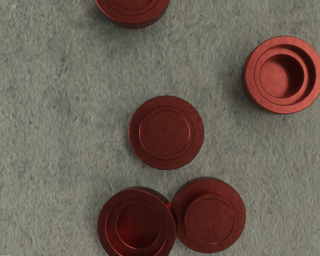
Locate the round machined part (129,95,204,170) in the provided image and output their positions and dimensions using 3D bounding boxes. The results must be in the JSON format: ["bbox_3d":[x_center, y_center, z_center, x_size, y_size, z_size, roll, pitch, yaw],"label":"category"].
[{"bbox_3d":[0.009,0.006,0.402,0.099,0.042,0.097,0,90,-1],"label":"round machined part"}]

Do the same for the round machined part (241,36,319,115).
[{"bbox_3d":[0.154,-0.066,0.404,0.099,0.042,0.097,0,90,-1],"label":"round machined part"}]

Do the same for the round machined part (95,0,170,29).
[{"bbox_3d":[-0.034,-0.176,0.401,0.099,0.042,0.097,0,90,-1],"label":"round machined part"}]

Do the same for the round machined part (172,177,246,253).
[{"bbox_3d":[0.063,0.115,0.402,0.099,0.042,0.097,0,90,-1],"label":"round machined part"}]

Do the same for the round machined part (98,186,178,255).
[{"bbox_3d":[-0.025,0.122,0.395,0.098,0.042,0.097,0,92,11],"label":"round machined part"}]
